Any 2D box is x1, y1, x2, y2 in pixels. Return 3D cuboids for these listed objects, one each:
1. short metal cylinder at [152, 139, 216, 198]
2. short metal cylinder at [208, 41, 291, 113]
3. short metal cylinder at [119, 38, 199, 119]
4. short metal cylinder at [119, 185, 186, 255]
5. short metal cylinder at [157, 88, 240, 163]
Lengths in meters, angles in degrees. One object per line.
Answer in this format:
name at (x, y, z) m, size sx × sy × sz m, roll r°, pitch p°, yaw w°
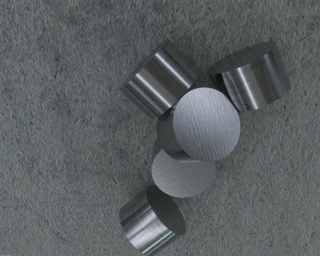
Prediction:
short metal cylinder at (0.030, 0.045, 0.413) m, size 0.081 × 0.050 × 0.079 m, roll 0°, pitch 110°, yaw 0°
short metal cylinder at (0.103, -0.059, 0.359) m, size 0.080 × 0.080 × 0.050 m, roll -25°, pitch 108°, yaw 9°
short metal cylinder at (-0.002, -0.057, 0.359) m, size 0.080 × 0.080 × 0.050 m, roll -43°, pitch 105°, yaw 14°
short metal cylinder at (-0.010, 0.126, 0.427) m, size 0.050 × 0.080 × 0.080 m, roll -41°, pitch 105°, yaw 13°
short metal cylinder at (0.042, -0.001, 0.351) m, size 0.081 × 0.050 × 0.080 m, roll 3°, pitch 82°, yaw -20°
